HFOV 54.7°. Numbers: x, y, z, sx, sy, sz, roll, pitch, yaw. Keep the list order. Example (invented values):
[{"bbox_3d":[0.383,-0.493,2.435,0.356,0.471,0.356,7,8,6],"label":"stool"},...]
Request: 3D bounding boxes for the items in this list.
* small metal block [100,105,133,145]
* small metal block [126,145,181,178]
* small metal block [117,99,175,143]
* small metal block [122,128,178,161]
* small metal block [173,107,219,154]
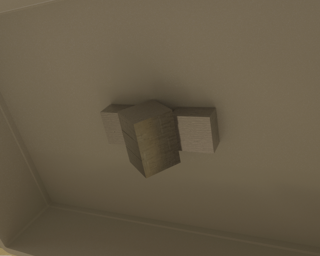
[{"bbox_3d":[-0.049,-0.004,0.428,0.050,0.025,0.050,4,120,26],"label":"small metal block"},{"bbox_3d":[-0.009,0.034,0.402,0.050,0.050,0.025,33,140,55],"label":"small metal block"},{"bbox_3d":[-0.017,-0.010,0.379,0.050,0.050,0.025,34,140,55],"label":"small metal block"},{"bbox_3d":[-0.013,0.012,0.391,0.050,0.050,0.025,33,140,55],"label":"small metal block"},{"bbox_3d":[0.044,0.002,0.384,0.050,0.025,0.050,3,120,26],"label":"small metal block"}]
